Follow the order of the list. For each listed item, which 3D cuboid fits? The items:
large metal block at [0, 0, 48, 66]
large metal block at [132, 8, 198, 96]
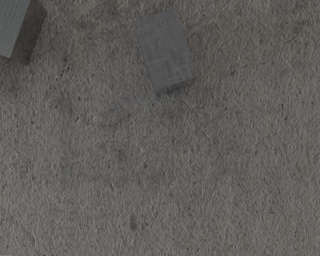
[{"bbox_3d":[-0.204,-0.135,0.396,0.080,0.050,0.080,20,90,0],"label":"large metal block"},{"bbox_3d":[0.006,-0.088,0.382,0.050,0.080,0.080,-18,90,0],"label":"large metal block"}]
